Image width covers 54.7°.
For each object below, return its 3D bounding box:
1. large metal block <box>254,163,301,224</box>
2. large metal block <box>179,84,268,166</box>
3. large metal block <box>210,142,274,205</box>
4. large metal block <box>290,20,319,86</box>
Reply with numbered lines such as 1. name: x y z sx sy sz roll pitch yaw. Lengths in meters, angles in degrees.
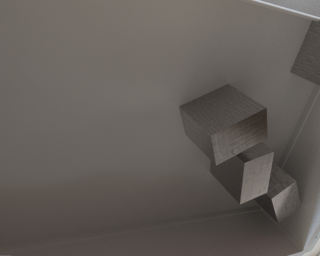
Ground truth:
1. large metal block: 0.194 0.106 0.544 0.050 0.080 0.080 -34 129 -6
2. large metal block: 0.084 -0.008 0.414 0.080 0.080 0.050 -26 128 -13
3. large metal block: 0.121 0.053 0.472 0.050 0.080 0.079 -17 125 -19
4. large metal block: 0.250 -0.102 0.446 0.050 0.080 0.079 0 118 -29
